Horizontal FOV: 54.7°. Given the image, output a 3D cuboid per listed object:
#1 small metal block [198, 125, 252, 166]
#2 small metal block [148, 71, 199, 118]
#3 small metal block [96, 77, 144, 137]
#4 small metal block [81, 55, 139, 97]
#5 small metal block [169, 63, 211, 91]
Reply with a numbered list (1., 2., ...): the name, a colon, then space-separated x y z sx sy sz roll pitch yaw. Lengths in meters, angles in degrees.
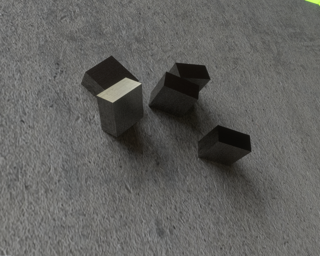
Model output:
1. small metal block: 0.086 0.025 0.419 0.050 0.050 0.025 17 55 -19
2. small metal block: 0.019 -0.044 0.424 0.050 0.050 0.025 20 55 -17
3. small metal block: -0.046 -0.026 0.374 0.025 0.050 0.050 24 45 28
4. small metal block: -0.065 -0.060 0.405 0.050 0.025 0.050 43 51 1
5. small metal block: 0.036 -0.067 0.447 0.050 0.050 0.025 -1 62 -29
